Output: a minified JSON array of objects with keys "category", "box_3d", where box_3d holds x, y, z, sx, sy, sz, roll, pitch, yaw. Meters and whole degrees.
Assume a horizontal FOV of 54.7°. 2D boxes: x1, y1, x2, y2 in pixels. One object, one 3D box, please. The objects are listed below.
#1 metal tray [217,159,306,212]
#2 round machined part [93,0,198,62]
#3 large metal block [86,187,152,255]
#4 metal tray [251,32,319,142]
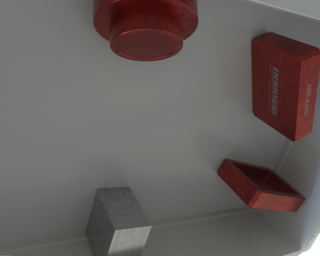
[{"category":"metal tray","box_3d":[0.171,0.097,0.523,0.131,0.090,0.030,15,111,-35]},{"category":"round machined part","box_3d":[-0.013,-0.096,0.294,0.099,0.098,0.042,5,78,-31]},{"category":"large metal block","box_3d":[-0.060,0.139,0.428,0.050,0.080,0.079,4,116,-31]},{"category":"metal tray","box_3d":[0.168,-0.056,0.425,0.030,0.090,0.129,-24,128,-14]}]
